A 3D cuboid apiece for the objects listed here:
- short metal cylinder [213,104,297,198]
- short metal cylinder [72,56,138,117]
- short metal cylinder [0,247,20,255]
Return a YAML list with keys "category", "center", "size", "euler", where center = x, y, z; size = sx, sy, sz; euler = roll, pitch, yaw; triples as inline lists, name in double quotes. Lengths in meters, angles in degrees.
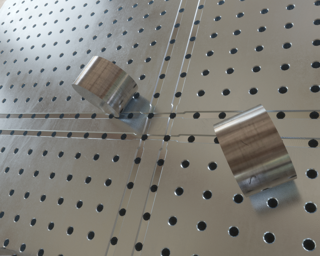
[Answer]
- category: "short metal cylinder"
  center: [0.094, 0.023, 0.310]
  size: [0.050, 0.080, 0.080]
  euler: [-25, 53, 13]
- category: "short metal cylinder"
  center: [-0.079, -0.059, 0.451]
  size: [0.080, 0.080, 0.050]
  euler: [23, 75, 36]
- category: "short metal cylinder"
  center: [-0.225, 0.192, 0.393]
  size: [0.080, 0.050, 0.080]
  euler: [-13, 56, 21]
